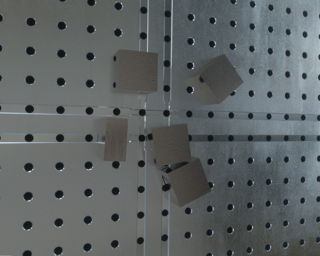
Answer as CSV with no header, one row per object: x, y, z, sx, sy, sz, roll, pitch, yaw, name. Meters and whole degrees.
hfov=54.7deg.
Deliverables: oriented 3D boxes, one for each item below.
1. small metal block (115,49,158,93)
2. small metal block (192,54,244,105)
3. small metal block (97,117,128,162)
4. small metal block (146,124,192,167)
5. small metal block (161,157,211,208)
-0.031,-0.072,0.402,0.050,0.025,0.050,1,90,-21,small metal block
0.083,-0.069,0.445,0.050,0.025,0.050,-42,104,-15,small metal block
-0.059,0.013,0.378,0.025,0.050,0.050,4,89,-20,small metal block
0.012,0.022,0.418,0.050,0.025,0.050,-9,93,-20,small metal block
0.036,0.073,0.427,0.050,0.025,0.050,-23,98,-19,small metal block
